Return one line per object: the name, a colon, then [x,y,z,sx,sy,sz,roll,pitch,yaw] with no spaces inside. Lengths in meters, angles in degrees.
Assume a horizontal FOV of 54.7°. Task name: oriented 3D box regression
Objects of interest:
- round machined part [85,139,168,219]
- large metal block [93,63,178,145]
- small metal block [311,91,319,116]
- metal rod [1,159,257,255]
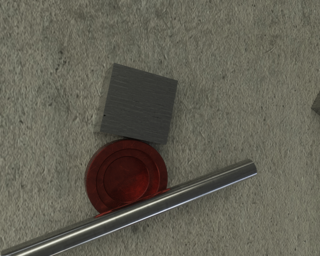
round machined part: [-0.044,0.062,0.384,0.099,0.042,0.097,0,90,-20]
large metal block: [-0.031,-0.026,0.382,0.081,0.050,0.080,13,83,-20]
small metal block: [0.287,-0.040,0.515,0.050,0.025,0.050,35,79,-17]
metal rod: [-0.017,0.093,0.358,0.302,0.025,0.025,-17,96,-20]
